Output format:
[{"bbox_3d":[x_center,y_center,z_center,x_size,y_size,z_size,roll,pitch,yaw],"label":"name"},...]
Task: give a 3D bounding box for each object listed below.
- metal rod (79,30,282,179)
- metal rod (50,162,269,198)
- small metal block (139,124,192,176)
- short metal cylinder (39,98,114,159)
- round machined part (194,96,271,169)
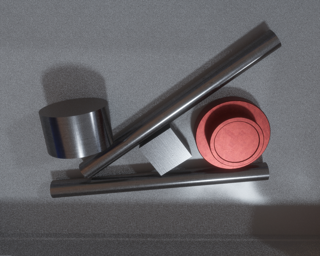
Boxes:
[{"bbox_3d":[0.017,-0.024,0.401,0.300,0.025,0.025,-35,107,11],"label":"metal rod"},{"bbox_3d":[-0.001,0.074,0.437,0.302,0.025,0.025,-5,110,1],"label":"metal rod"},{"bbox_3d":[0.007,0.028,0.419,0.050,0.025,0.050,-34,107,11],"label":"small metal block"},{"bbox_3d":[-0.101,-0.002,0.379,0.081,0.080,0.050,-5,110,1],"label":"short metal cylinder"},{"bbox_3d":[0.096,0.011,0.404,0.099,0.042,0.097,0,110,-1],"label":"round machined part"}]
